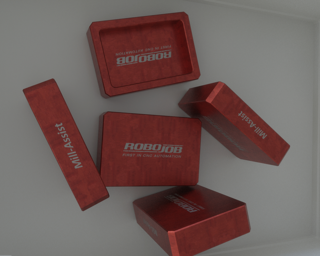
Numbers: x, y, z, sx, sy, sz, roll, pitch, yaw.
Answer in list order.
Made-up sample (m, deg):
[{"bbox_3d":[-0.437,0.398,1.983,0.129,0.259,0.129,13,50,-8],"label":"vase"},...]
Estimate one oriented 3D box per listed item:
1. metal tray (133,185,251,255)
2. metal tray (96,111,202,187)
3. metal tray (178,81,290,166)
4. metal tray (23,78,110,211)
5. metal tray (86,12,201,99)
[{"bbox_3d":[0.030,0.101,0.364,0.091,0.130,0.030,-13,95,-20],"label":"metal tray"},{"bbox_3d":[-0.013,0.028,0.401,0.131,0.030,0.089,4,89,-21],"label":"metal tray"},{"bbox_3d":[0.095,-0.004,0.410,0.130,0.090,0.030,39,78,-16],"label":"metal tray"},{"bbox_3d":[-0.103,0.017,0.336,0.030,0.090,0.129,-26,99,-19],"label":"metal tray"},{"bbox_3d":[-0.019,-0.095,0.400,0.131,0.030,0.089,-14,95,-20],"label":"metal tray"}]
